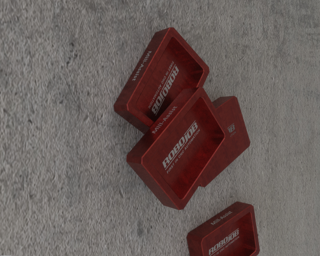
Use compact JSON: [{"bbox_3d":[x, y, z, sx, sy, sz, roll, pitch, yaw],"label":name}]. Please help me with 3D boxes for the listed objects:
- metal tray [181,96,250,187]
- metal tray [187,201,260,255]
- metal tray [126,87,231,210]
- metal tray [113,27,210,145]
[{"bbox_3d":[0.080,0.017,0.468,0.131,0.030,0.090,-33,111,-35],"label":"metal tray"},{"bbox_3d":[0.104,0.183,0.488,0.131,0.030,0.089,-18,101,-39],"label":"metal tray"},{"bbox_3d":[0.029,0.023,0.385,0.130,0.030,0.090,-50,120,-28],"label":"metal tray"},{"bbox_3d":[0.007,-0.053,0.406,0.090,0.030,0.130,40,66,-33],"label":"metal tray"}]
